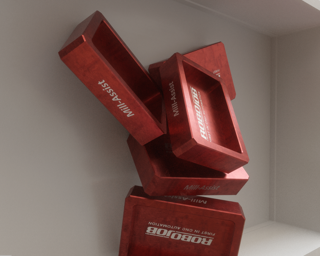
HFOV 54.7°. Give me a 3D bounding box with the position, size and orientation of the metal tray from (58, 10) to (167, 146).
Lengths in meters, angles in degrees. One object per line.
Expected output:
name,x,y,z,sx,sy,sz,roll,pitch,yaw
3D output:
metal tray,-0.042,-0.053,0.335,0.130,0.030,0.090,50,22,-29

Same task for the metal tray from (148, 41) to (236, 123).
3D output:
metal tray,0.052,-0.065,0.446,0.131,0.030,0.090,-28,107,-37

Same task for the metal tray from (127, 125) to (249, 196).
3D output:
metal tray,0.034,0.038,0.379,0.131,0.090,0.030,7,127,-29

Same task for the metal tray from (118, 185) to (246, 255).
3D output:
metal tray,0.023,0.122,0.355,0.030,0.131,0.089,-63,162,-77

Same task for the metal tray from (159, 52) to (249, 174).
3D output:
metal tray,0.049,-0.019,0.361,0.091,0.030,0.130,21,46,-35
